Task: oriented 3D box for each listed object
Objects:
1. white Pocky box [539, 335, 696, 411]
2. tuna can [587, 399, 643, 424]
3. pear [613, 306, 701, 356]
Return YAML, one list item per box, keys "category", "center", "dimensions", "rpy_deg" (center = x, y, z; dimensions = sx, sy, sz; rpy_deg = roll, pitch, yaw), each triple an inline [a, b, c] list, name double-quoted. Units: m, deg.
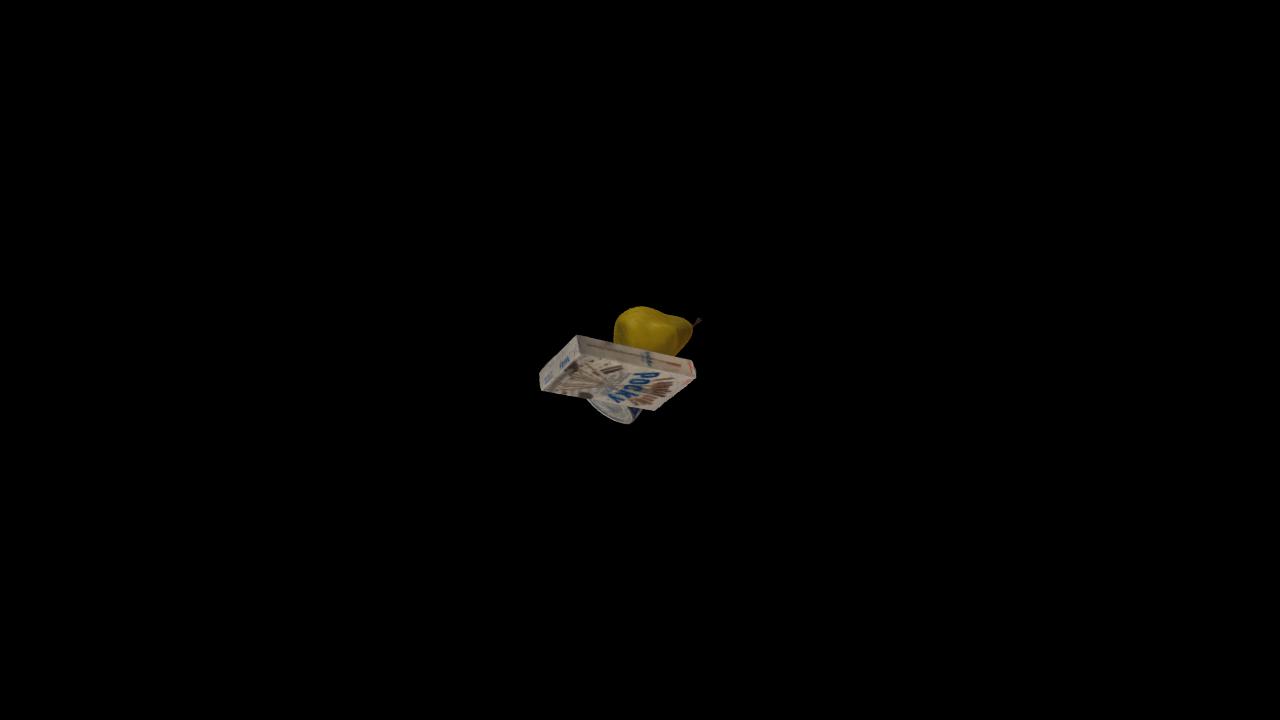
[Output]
- category: "white Pocky box"
  center: [-0.023, 0.017, 0.668]
  dimensions: [0.154, 0.028, 0.084]
  rpy_deg: [13, -38, -35]
- category: "tuna can"
  center: [-0.033, 0.042, 0.764]
  dimensions: [0.084, 0.034, 0.084]
  rpy_deg: [29, -27, 17]
- category: "pear"
  center: [0.027, -0.026, 0.718]
  dimensions: [0.111, 0.080, 0.080]
  rpy_deg: [-6, 2, -20]
